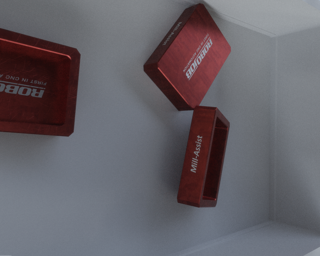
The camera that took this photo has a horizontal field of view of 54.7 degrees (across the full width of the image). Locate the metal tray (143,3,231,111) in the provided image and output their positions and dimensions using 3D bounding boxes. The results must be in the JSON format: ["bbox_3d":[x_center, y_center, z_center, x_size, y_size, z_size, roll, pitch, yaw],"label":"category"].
[{"bbox_3d":[0.044,-0.100,0.440,0.090,0.030,0.130,47,62,-30],"label":"metal tray"}]

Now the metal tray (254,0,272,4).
[{"bbox_3d":[0.170,-0.299,0.546,0.091,0.030,0.129,2,89,-40],"label":"metal tray"}]

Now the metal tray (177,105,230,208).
[{"bbox_3d":[0.064,0.043,0.433,0.090,0.030,0.129,30,70,-63],"label":"metal tray"}]

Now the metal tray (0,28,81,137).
[{"bbox_3d":[-0.143,-0.041,0.283,0.131,0.030,0.089,7,86,-40],"label":"metal tray"}]
